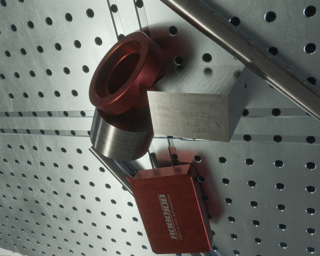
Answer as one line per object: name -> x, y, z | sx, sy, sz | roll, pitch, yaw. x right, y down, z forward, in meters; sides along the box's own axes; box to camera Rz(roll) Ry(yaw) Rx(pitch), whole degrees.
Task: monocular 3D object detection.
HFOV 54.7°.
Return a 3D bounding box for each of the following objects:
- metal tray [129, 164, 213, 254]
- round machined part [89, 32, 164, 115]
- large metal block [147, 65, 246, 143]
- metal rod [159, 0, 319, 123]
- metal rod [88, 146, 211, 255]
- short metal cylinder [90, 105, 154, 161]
metal tray -> 0.019, 0.121, 0.451 | 0.090, 0.030, 0.129 | -10, 108, 19
round machined part -> -0.034, -0.058, 0.356 | 0.098, 0.098, 0.042 | -23, 139, 36
large metal block -> 0.043, -0.031, 0.333 | 0.080, 0.080, 0.050 | 6, 121, 25
metal rod -> 0.053, -0.106, 0.316 | 0.300, 0.025, 0.025 | 38, 129, 2
metal rod -> -0.001, 0.135, 0.493 | 0.300, 0.025, 0.025 | 48, 129, -6
short metal cylinder -> -0.045, -0.004, 0.395 | 0.080, 0.080, 0.050 | 29, 129, 9
